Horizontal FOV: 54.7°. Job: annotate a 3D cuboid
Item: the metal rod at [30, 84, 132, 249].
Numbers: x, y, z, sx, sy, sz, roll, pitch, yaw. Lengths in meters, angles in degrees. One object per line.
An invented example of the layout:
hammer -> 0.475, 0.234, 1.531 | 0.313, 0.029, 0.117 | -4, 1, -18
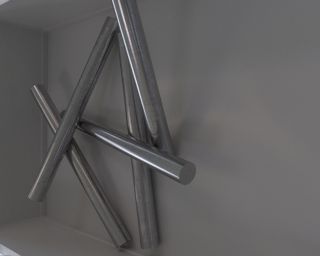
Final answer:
metal rod -> -0.133, 0.050, 0.494 | 0.025, 0.025, 0.299 | -45, 70, 31

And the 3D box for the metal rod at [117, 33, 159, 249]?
metal rod -> -0.032, 0.012, 0.432 | 0.025, 0.025, 0.298 | -12, 82, 39

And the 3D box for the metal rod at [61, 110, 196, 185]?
metal rod -> -0.067, 0.014, 0.434 | 0.300, 0.025, 0.025 | 20, 103, 47

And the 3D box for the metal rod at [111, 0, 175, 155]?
metal rod -> -0.026, -0.088, 0.338 | 0.025, 0.025, 0.298 | 8, 124, 40

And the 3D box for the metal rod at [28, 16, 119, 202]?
metal rod -> -0.130, -0.026, 0.473 | 0.025, 0.025, 0.299 | 28, 94, 36
